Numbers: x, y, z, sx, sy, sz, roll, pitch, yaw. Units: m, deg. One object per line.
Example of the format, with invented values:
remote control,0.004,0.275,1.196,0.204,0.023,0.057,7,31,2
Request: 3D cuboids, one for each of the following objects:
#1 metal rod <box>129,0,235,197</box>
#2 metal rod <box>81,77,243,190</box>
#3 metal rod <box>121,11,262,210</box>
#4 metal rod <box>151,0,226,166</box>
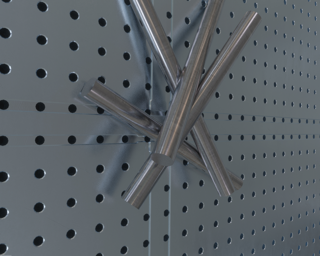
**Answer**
metal rod,0.032,-0.040,0.414,0.025,0.025,0.299,-35,105,-34
metal rod,0.024,0.023,0.427,0.301,0.025,0.025,34,69,-35
metal rod,0.048,-0.033,0.392,0.025,0.025,0.300,44,73,-31
metal rod,0.046,-0.085,0.403,0.025,0.025,0.300,44,51,-31
